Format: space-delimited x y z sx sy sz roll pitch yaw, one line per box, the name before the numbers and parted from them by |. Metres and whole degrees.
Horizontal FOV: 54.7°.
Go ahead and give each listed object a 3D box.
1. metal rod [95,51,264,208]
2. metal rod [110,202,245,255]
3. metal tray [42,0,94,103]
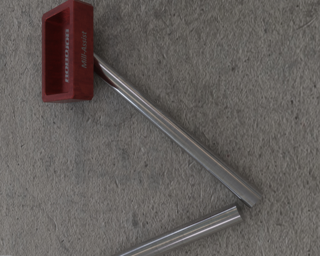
metal rod | 0.005 -0.009 0.407 0.300 0.025 0.025 41 103 15
metal rod | -0.028 0.170 0.418 0.300 0.025 0.025 -29 81 17
metal tray | -0.131 -0.102 0.433 0.090 0.030 0.129 0 90 44
